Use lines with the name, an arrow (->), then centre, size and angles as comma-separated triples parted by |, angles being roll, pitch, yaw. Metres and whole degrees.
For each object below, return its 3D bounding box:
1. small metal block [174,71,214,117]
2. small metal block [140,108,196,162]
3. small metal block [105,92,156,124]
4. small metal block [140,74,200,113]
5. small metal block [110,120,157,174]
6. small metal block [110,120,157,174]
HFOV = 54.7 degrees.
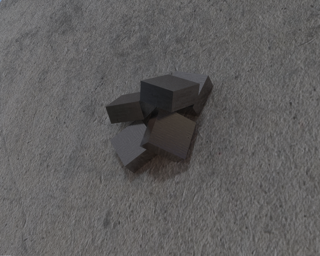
small metal block -> 0.036, -0.046, 0.414 | 0.050, 0.025, 0.050 | 15, 69, 33
small metal block -> 0.010, 0.008, 0.375 | 0.025, 0.050, 0.050 | -30, 38, 61
small metal block -> -0.038, -0.030, 0.426 | 0.050, 0.025, 0.050 | -7, 21, 24
small metal block -> 0.012, -0.044, 0.375 | 0.050, 0.025, 0.050 | 24, 31, 36
small metal block -> -0.030, 0.022, 0.406 | 0.050, 0.025, 0.050 | -38, 51, 2
small metal block -> -0.030, 0.022, 0.406 | 0.050, 0.025, 0.050 | -38, 51, 2
